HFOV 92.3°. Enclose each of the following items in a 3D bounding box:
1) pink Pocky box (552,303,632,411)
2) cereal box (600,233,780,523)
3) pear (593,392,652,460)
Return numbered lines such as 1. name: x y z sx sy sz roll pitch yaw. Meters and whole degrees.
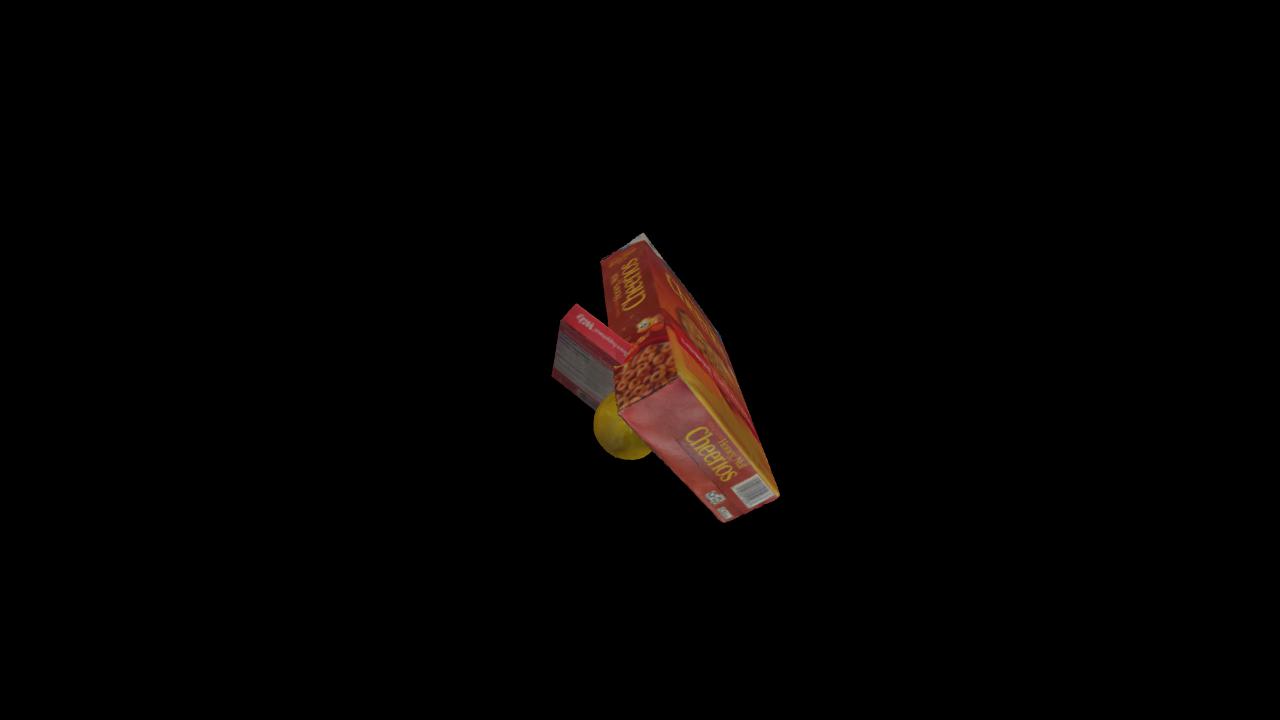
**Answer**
1. pink Pocky box: -0.052 0.006 0.664 0.084 0.029 0.155 37 -25 5
2. cereal box: 0.047 0.005 0.706 0.081 0.203 0.306 -31 33 15
3. pear: -0.024 0.065 0.663 0.080 0.080 0.111 0 0 -39
